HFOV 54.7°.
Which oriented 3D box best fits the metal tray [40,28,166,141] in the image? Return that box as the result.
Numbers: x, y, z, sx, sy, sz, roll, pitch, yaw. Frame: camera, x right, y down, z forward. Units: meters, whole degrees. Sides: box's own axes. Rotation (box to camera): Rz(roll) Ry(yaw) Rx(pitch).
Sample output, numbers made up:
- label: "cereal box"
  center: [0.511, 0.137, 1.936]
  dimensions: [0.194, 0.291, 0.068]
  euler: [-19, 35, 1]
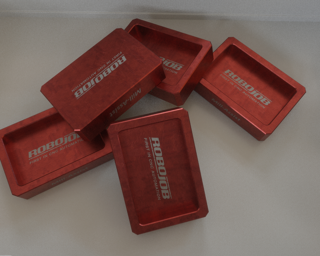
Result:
- label: "metal tray"
  center: [-0.069, -0.057, 0.382]
  dimensions: [0.130, 0.030, 0.090]
  euler: [-41, 62, -10]

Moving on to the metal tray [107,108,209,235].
- label: "metal tray"
  center: [-0.002, 0.048, 0.359]
  dimensions: [0.091, 0.030, 0.129]
  euler: [-13, 98, -6]

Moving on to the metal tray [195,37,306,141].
- label: "metal tray"
  center: [0.119, -0.056, 0.428]
  dimensions: [0.130, 0.030, 0.090]
  euler: [40, 74, 13]

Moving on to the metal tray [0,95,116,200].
- label: "metal tray"
  center: [-0.132, 0.022, 0.397]
  dimensions: [0.131, 0.030, 0.090]
  euler: [-25, 72, -9]

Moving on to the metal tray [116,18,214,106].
- label: "metal tray"
  center: [-0.005, -0.093, 0.422]
  dimensions: [0.130, 0.030, 0.090]
  euler: [26, 71, 25]
